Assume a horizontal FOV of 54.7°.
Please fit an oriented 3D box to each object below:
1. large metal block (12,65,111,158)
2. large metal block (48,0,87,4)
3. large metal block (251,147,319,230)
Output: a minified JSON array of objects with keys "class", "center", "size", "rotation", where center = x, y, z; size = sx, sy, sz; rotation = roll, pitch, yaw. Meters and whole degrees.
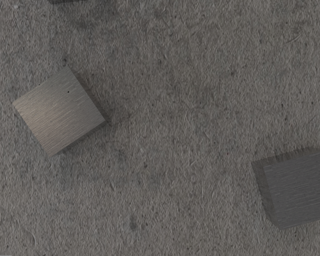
[{"class":"large metal block","center":[-0.121,-0.020,0.396],"size":[0.080,0.050,0.080],"rotation":[-34,90,0]},{"class":"large metal block","center":[-0.113,-0.212,0.396],"size":[0.080,0.050,0.080],"rotation":[-6,90,0]},{"class":"large metal block","center":[0.174,0.075,0.399],"size":[0.080,0.050,0.080],"rotation":[-15,90,0]}]
